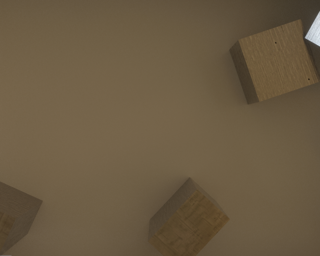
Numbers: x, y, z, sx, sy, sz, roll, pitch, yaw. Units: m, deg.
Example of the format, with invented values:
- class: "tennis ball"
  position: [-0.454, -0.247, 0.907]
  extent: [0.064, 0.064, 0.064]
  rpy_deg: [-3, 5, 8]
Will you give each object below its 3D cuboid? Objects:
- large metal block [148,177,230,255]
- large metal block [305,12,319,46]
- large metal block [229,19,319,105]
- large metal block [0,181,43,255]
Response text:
- class: "large metal block"
  position: [0.032, 0.114, 0.384]
  extent: [0.050, 0.080, 0.080]
  rpy_deg: [43, 90, -1]
- class: "large metal block"
  position: [0.227, -0.119, 0.341]
  extent: [0.050, 0.079, 0.080]
  rpy_deg: [-12, 46, -34]
- class: "large metal block"
  position: [0.146, -0.082, 0.401]
  extent: [0.080, 0.050, 0.080]
  rpy_deg: [-19, 90, 0]
- class: "large metal block"
  position: [-0.206, 0.105, 0.381]
  extent: [0.080, 0.080, 0.050]
  rpy_deg: [25, 90, -1]
